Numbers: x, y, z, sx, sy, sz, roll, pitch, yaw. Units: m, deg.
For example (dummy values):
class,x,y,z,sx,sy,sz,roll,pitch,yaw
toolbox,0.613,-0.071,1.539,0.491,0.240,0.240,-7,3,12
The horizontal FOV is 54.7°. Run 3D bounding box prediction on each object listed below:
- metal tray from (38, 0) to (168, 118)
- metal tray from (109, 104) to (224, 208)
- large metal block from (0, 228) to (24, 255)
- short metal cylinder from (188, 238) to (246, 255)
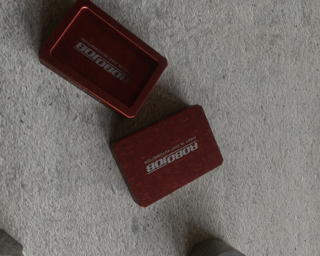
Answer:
class,x,y,z,sx,sy,sz,roll,pitch,yaw
metal tray,-0.067,-0.082,0.381,0.130,0.030,0.090,34,79,-17
metal tray,0.011,0.034,0.410,0.131,0.030,0.090,-26,99,-18
large metal block,-0.190,0.149,0.310,0.080,0.080,0.050,-46,104,-14
short metal cylinder,0.081,0.200,0.426,0.081,0.050,0.079,0,90,-20
